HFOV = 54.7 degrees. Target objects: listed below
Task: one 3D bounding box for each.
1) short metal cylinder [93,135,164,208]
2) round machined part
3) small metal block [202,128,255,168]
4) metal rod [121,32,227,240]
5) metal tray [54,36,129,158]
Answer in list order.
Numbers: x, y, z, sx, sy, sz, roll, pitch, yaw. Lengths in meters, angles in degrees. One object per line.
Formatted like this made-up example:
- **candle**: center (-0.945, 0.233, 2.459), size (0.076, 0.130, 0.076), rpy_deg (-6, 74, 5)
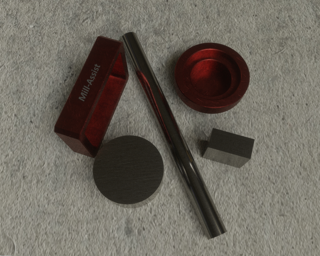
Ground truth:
- **short metal cylinder**: center (-0.036, 0.054, 0.375), size (0.081, 0.050, 0.080), rpy_deg (0, 70, 0)
- **round machined part**: center (0.068, -0.064, 0.424), size (0.099, 0.042, 0.098), rpy_deg (0, 70, -1)
- **small metal block**: center (0.083, 0.026, 0.385), size (0.050, 0.050, 0.025), rpy_deg (16, 71, 5)
- **metal rod**: center (0.011, -0.003, 0.411), size (0.025, 0.025, 0.299), rpy_deg (-21, 72, -8)
- **metal tray**: center (-0.079, -0.036, 0.387), size (0.030, 0.090, 0.130), rpy_deg (17, 71, 6)
